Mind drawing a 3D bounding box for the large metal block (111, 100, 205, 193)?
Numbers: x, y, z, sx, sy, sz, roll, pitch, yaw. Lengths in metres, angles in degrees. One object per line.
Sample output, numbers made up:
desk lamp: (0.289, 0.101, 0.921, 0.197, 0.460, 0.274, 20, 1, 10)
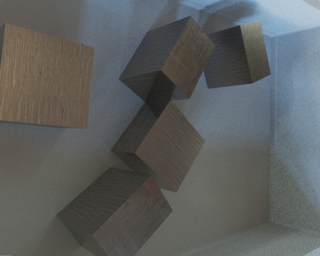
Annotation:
large metal block: (0.000, 0.022, 0.390, 0.080, 0.050, 0.080, 48, 62, -30)

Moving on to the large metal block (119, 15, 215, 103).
large metal block: (0.008, -0.080, 0.377, 0.050, 0.080, 0.080, 41, 65, -33)

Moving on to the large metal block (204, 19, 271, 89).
large metal block: (0.108, -0.107, 0.461, 0.050, 0.080, 0.080, -27, 107, -37)

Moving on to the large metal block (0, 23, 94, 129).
large metal block: (-0.114, -0.043, 0.294, 0.081, 0.050, 0.080, 7, 86, -40)

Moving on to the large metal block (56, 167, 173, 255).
large metal block: (-0.048, 0.090, 0.330, 0.080, 0.080, 0.050, -42, 116, -32)
